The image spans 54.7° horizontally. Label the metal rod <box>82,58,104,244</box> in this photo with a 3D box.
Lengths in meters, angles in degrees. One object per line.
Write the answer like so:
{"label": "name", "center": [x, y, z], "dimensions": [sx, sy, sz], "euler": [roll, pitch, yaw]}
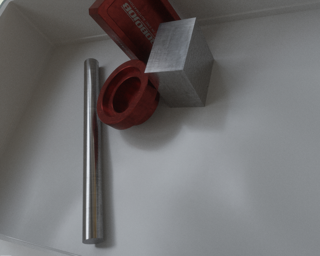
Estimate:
{"label": "metal rod", "center": [-0.098, 0.011, 0.448], "dimensions": [0.025, 0.025, 0.299], "euler": [-20, 54, 16]}

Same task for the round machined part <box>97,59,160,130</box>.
{"label": "round machined part", "center": [-0.039, -0.042, 0.429], "dimensions": [0.098, 0.042, 0.098], "euler": [-22, 53, 34]}

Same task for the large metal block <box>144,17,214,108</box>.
{"label": "large metal block", "center": [0.029, -0.082, 0.404], "dimensions": [0.050, 0.080, 0.080], "euler": [0, 62, 28]}

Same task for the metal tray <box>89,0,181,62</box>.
{"label": "metal tray", "center": [-0.023, -0.147, 0.437], "dimensions": [0.090, 0.130, 0.030], "euler": [-53, 38, -10]}
